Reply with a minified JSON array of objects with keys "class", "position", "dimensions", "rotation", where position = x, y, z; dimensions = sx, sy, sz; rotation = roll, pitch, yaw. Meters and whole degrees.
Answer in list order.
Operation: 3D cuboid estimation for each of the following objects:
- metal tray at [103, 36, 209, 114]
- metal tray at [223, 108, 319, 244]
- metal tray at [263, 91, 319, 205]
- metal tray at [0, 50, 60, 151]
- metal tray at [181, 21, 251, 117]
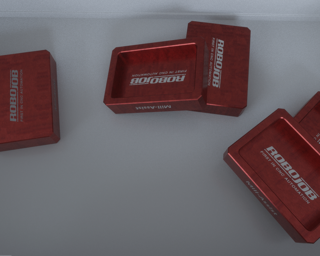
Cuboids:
[{"class":"metal tray","position":[-0.004,-0.068,0.409],"dimensions":[0.130,0.030,0.090],"rotation":[-2,68,19]},{"class":"metal tray","position":[0.149,0.052,0.356],"dimensions":[0.090,0.030,0.130],"rotation":[-36,74,-12]},{"class":"metal tray","position":[0.199,0.025,0.398],"dimensions":[0.130,0.030,0.090],"rotation":[-43,76,-14]},{"class":"metal tray","position":[-0.188,-0.038,0.420],"dimensions":[0.091,0.030,0.130],"rotation":[-9,70,-3]},{"class":"metal tray","position":[0.077,-0.085,0.439],"dimensions":[0.091,0.030,0.130],"rotation":[8,70,2]}]
